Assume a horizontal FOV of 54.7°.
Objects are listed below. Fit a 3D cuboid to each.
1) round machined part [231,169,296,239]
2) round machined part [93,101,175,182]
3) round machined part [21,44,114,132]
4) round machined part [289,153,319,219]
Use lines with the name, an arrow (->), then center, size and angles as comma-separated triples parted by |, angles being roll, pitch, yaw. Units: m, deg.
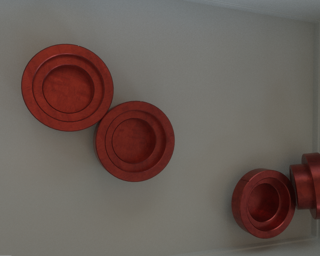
round machined part -> 0.147, 0.108, 0.458 | 0.099, 0.042, 0.097 | 0, 90, -21
round machined part -> -0.035, 0.016, 0.390 | 0.099, 0.042, 0.097 | 0, 90, -21
round machined part -> -0.107, -0.045, 0.362 | 0.099, 0.042, 0.097 | 0, 90, -21
round machined part -> 0.224, 0.087, 0.467 | 0.042, 0.098, 0.097 | -8, 94, 16
